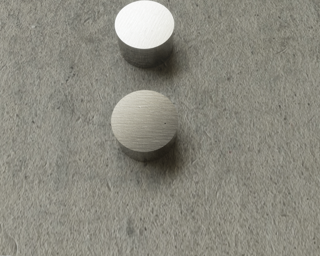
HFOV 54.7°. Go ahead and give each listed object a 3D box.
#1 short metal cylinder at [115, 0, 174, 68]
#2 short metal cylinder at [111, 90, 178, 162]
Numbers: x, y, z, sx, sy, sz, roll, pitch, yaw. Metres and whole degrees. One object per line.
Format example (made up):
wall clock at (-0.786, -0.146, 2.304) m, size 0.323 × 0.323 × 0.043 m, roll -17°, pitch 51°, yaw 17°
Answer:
short metal cylinder at (-0.021, -0.133, 0.443) m, size 0.081 × 0.050 × 0.080 m, roll 0°, pitch 70°, yaw 0°
short metal cylinder at (-0.018, -0.001, 0.395) m, size 0.081 × 0.050 × 0.080 m, roll 0°, pitch 70°, yaw 0°
